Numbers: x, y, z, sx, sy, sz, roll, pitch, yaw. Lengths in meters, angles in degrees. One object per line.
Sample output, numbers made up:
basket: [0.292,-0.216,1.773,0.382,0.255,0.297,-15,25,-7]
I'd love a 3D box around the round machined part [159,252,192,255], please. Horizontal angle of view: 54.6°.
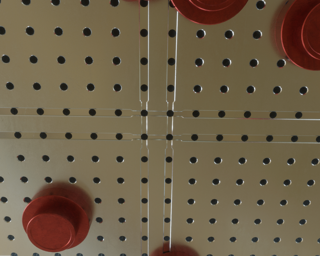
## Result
round machined part: [0.025,0.252,0.497,0.099,0.042,0.097,0,110,0]

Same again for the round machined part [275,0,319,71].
round machined part: [0.192,-0.116,0.363,0.099,0.042,0.097,0,110,0]

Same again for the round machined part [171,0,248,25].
round machined part: [0.056,-0.165,0.344,0.099,0.042,0.097,0,110,0]

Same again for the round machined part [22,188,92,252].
round machined part: [-0.153,0.141,0.455,0.099,0.042,0.097,0,110,0]
